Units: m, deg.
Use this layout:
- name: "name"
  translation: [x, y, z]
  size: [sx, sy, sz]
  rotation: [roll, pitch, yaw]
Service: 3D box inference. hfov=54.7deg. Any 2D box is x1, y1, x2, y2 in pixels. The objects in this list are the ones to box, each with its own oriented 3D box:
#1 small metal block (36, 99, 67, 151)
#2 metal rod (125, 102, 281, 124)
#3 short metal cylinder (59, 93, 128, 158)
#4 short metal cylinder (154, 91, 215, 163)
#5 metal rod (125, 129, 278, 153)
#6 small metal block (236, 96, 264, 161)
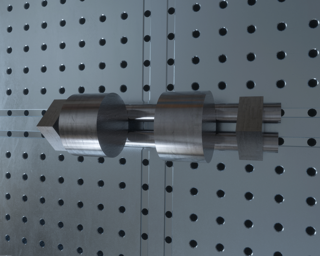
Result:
- name: "small metal block"
  translation: [-0.133, -0.004, 0.422]
  size: [0.025, 0.050, 0.050]
  rotation: [1, 48, 20]
- name: "metal rod"
  translation: [0.000, -0.020, 0.413]
  size: [0.301, 0.025, 0.025]
  rotation: [1, 91, 19]
- name: "short metal cylinder"
  translation: [-0.080, -0.004, 0.388]
  size: [0.050, 0.080, 0.079]
  rotation: [1, 90, 20]
- name: "short metal cylinder"
  translation: [0.031, -0.002, 0.349]
  size: [0.050, 0.080, 0.079]
  rotation: [1, 90, 20]
- name: "metal rod"
  translation: [-0.003, 0.015, 0.414]
  size: [0.301, 0.025, 0.025]
  rotation: [1, 91, 19]
- name: "small metal block"
  translation: [0.100, 0.001, 0.340]
  size: [0.025, 0.050, 0.050]
  rotation: [1, 49, 20]
